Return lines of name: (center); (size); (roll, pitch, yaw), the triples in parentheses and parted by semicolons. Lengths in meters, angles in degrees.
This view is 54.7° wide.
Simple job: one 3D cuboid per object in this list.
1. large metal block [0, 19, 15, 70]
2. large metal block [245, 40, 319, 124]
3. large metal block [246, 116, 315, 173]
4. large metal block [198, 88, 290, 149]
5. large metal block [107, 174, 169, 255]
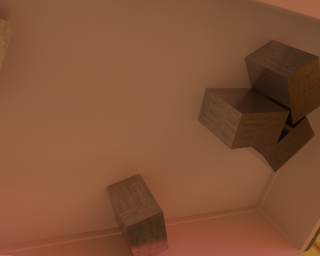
large metal block: (-0.174, -0.059, 0.245); (0.081, 0.050, 0.080); (18, 88, -36)
large metal block: (0.170, -0.065, 0.428); (0.050, 0.080, 0.080); (-33, 129, -7)
large metal block: (0.169, 0.006, 0.472); (0.080, 0.080, 0.050); (-44, 130, 2)
large metal block: (0.112, -0.017, 0.426); (0.081, 0.080, 0.050); (-4, 120, -27)
large metal block: (-0.031, 0.126, 0.436); (0.050, 0.080, 0.079); (-20, 126, -17)
